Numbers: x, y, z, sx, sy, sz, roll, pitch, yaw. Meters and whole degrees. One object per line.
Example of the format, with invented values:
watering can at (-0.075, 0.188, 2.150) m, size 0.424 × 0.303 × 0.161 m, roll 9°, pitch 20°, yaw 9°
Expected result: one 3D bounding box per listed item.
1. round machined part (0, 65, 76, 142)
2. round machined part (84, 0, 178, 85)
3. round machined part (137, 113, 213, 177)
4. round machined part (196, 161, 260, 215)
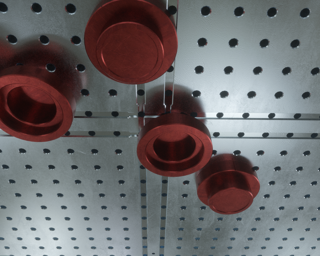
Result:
round machined part at (-0.150, -0.032, 0.371) m, size 0.099 × 0.042 × 0.097 m, roll -1°, pitch 130°, yaw 0°
round machined part at (-0.030, -0.087, 0.326) m, size 0.099 × 0.042 × 0.097 m, roll -1°, pitch 130°, yaw 0°
round machined part at (0.019, 0.018, 0.416) m, size 0.099 × 0.042 × 0.097 m, roll -1°, pitch 130°, yaw 0°
round machined part at (0.108, 0.099, 0.487) m, size 0.099 × 0.042 × 0.097 m, roll -1°, pitch 130°, yaw 0°
